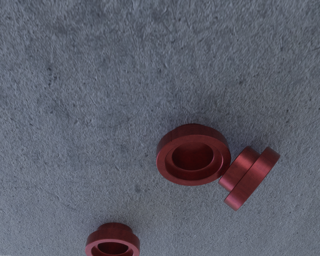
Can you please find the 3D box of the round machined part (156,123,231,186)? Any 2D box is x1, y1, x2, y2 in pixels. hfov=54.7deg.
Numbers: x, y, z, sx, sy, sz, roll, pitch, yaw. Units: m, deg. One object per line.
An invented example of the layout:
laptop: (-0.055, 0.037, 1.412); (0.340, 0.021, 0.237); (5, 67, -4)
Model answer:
round machined part: (0.044, 0.032, 0.424); (0.099, 0.042, 0.097); (0, 130, 0)

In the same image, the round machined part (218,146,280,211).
round machined part: (0.118, 0.063, 0.427); (0.042, 0.099, 0.097); (39, 130, 18)

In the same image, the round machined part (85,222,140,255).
round machined part: (-0.086, 0.212, 0.576); (0.099, 0.042, 0.097); (0, 130, 0)
